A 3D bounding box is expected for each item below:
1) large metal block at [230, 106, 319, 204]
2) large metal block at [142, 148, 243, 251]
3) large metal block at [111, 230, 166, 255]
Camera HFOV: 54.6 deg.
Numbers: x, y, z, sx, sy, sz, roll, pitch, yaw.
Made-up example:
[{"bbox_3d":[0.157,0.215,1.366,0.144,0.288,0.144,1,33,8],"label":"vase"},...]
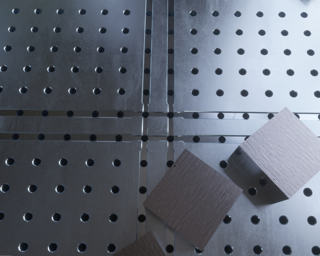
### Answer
[{"bbox_3d":[0.150,0.034,0.387,0.080,0.050,0.080,-37,74,-13],"label":"large metal block"},{"bbox_3d":[0.037,0.085,0.368,0.080,0.050,0.080,36,74,12],"label":"large metal block"},{"bbox_3d":[-0.023,0.170,0.336,0.080,0.050,0.080,-30,73,-11],"label":"large metal block"}]
